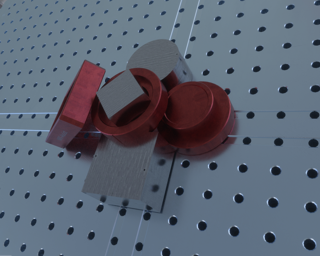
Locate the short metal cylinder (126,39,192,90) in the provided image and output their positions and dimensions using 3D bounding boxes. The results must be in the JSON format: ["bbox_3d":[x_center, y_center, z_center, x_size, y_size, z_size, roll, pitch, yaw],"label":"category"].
[{"bbox_3d":[-0.001,-0.078,0.440,0.080,0.050,0.080,-13,56,21],"label":"short metal cylinder"}]

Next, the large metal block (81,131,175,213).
[{"bbox_3d":[-0.036,0.051,0.376,0.080,0.050,0.080,1,62,28],"label":"large metal block"}]

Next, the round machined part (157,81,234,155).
[{"bbox_3d":[0.039,-0.019,0.387,0.098,0.042,0.098,-13,56,21],"label":"round machined part"}]

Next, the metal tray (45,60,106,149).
[{"bbox_3d":[-0.123,-0.029,0.441,0.129,0.030,0.090,-31,39,58],"label":"metal tray"}]

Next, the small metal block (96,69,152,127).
[{"bbox_3d":[-0.043,-0.036,0.374,0.050,0.025,0.050,-36,51,4],"label":"small metal block"}]

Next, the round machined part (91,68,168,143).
[{"bbox_3d":[-0.034,-0.025,0.393,0.098,0.042,0.098,-13,56,21],"label":"round machined part"}]
